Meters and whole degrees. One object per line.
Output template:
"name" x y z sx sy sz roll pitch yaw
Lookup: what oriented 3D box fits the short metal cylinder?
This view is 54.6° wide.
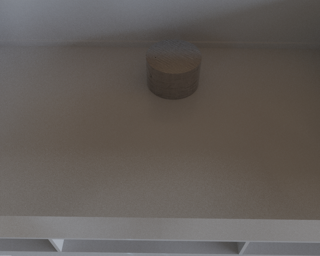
"short metal cylinder" 0.020 -0.088 0.463 0.080 0.050 0.080 0 50 0
